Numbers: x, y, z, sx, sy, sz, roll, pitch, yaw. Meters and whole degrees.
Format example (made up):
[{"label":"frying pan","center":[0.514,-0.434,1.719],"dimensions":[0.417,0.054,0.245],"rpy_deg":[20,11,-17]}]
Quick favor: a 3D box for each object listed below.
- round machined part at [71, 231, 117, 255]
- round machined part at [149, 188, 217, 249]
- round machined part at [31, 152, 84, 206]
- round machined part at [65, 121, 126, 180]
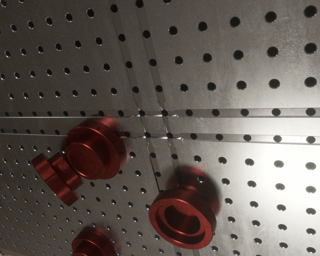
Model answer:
[{"label":"round machined part","center":[-0.142,0.264,0.635],"dimensions":[0.098,0.042,0.097],"rpy_deg":[13,124,20]},{"label":"round machined part","center":[0.037,0.129,0.460],"dimensions":[0.098,0.042,0.097],"rpy_deg":[13,124,20]},{"label":"round machined part","center":[-0.163,0.078,0.512],"dimensions":[0.098,0.042,0.098],"rpy_deg":[46,164,18]},{"label":"round machined part","center":[-0.105,0.041,0.479],"dimensions":[0.098,0.042,0.097],"rpy_deg":[13,124,20]}]
